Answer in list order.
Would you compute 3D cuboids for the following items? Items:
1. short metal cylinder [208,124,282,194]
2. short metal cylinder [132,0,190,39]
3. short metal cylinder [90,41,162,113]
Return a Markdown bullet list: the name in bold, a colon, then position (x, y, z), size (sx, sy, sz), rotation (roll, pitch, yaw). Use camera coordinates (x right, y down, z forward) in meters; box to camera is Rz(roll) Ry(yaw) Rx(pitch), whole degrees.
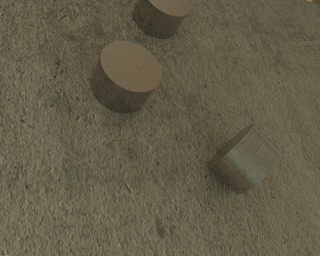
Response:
- **short metal cylinder**: position (0.109, 0.040, 0.403), size (0.050, 0.080, 0.080), rotation (46, 51, 4)
- **short metal cylinder**: position (0.001, -0.194, 0.506), size (0.081, 0.050, 0.080), rotation (14, 56, -21)
- **short metal cylinder**: position (-0.045, -0.066, 0.404), size (0.081, 0.050, 0.080), rotation (14, 56, -21)
